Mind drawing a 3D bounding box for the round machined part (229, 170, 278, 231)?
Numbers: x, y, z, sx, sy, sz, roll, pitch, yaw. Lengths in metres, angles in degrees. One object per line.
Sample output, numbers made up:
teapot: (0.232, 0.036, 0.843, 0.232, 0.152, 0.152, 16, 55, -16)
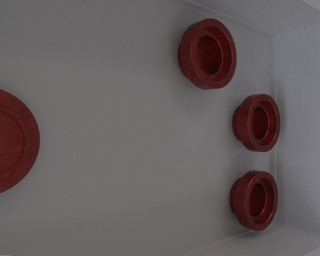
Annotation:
round machined part: (0.156, 0.120, 0.526, 0.099, 0.042, 0.097, 0, 90, -40)

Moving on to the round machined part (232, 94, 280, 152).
round machined part: (0.161, -0.008, 0.530, 0.099, 0.042, 0.097, 0, 90, -40)

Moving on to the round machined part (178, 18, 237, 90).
round machined part: (0.064, -0.104, 0.449, 0.099, 0.042, 0.097, 0, 90, -40)

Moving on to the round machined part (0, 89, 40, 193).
round machined part: (-0.153, 0.012, 0.267, 0.099, 0.042, 0.097, 0, 90, -40)
